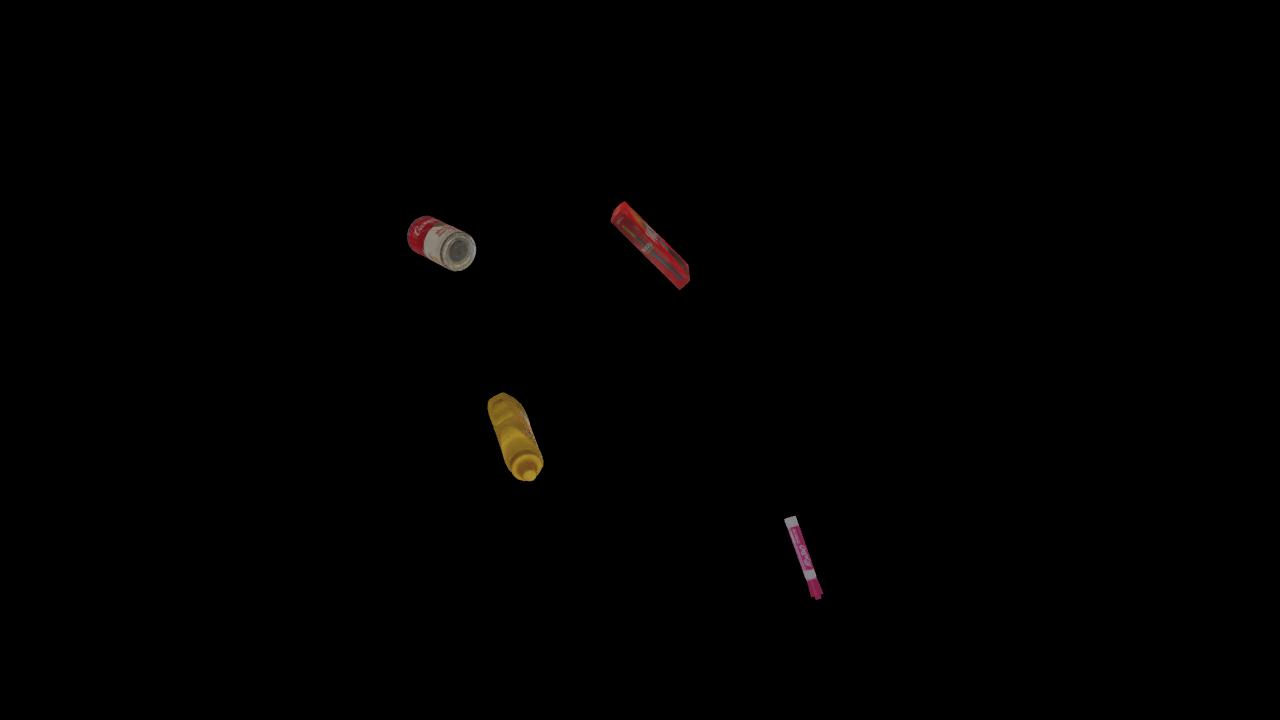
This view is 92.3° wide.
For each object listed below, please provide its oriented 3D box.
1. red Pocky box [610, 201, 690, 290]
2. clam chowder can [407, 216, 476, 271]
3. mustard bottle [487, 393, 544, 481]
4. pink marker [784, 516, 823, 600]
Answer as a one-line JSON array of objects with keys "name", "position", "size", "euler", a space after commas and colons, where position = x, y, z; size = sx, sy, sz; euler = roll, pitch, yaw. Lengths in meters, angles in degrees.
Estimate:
[{"name": "red Pocky box", "position": [0.019, -0.183, 0.977], "size": [0.028, 0.155, 0.083], "euler": [-41, 18, 20]}, {"name": "clam chowder can", "position": [-0.327, -0.192, 1.015], "size": [0.102, 0.068, 0.068], "euler": [28, 16, 33]}, {"name": "mustard bottle", "position": [-0.176, 0.120, 0.890], "size": [0.054, 0.092, 0.184], "euler": [-25, 28, -11]}, {"name": "pink marker", "position": [0.245, 0.294, 0.918], "size": [0.020, 0.121, 0.020], "euler": [-14, -23, -6]}]
